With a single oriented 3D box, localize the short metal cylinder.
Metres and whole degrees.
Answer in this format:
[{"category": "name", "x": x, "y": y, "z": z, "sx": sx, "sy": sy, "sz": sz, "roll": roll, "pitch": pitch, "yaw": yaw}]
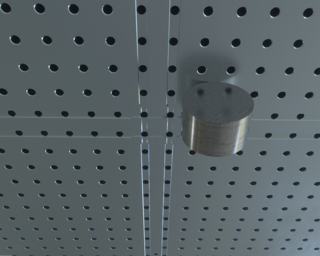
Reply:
[{"category": "short metal cylinder", "x": 0.066, "y": -0.012, "z": 0.366, "sx": 0.080, "sy": 0.080, "sz": 0.050, "roll": -1, "pitch": 130, "yaw": 1}]
